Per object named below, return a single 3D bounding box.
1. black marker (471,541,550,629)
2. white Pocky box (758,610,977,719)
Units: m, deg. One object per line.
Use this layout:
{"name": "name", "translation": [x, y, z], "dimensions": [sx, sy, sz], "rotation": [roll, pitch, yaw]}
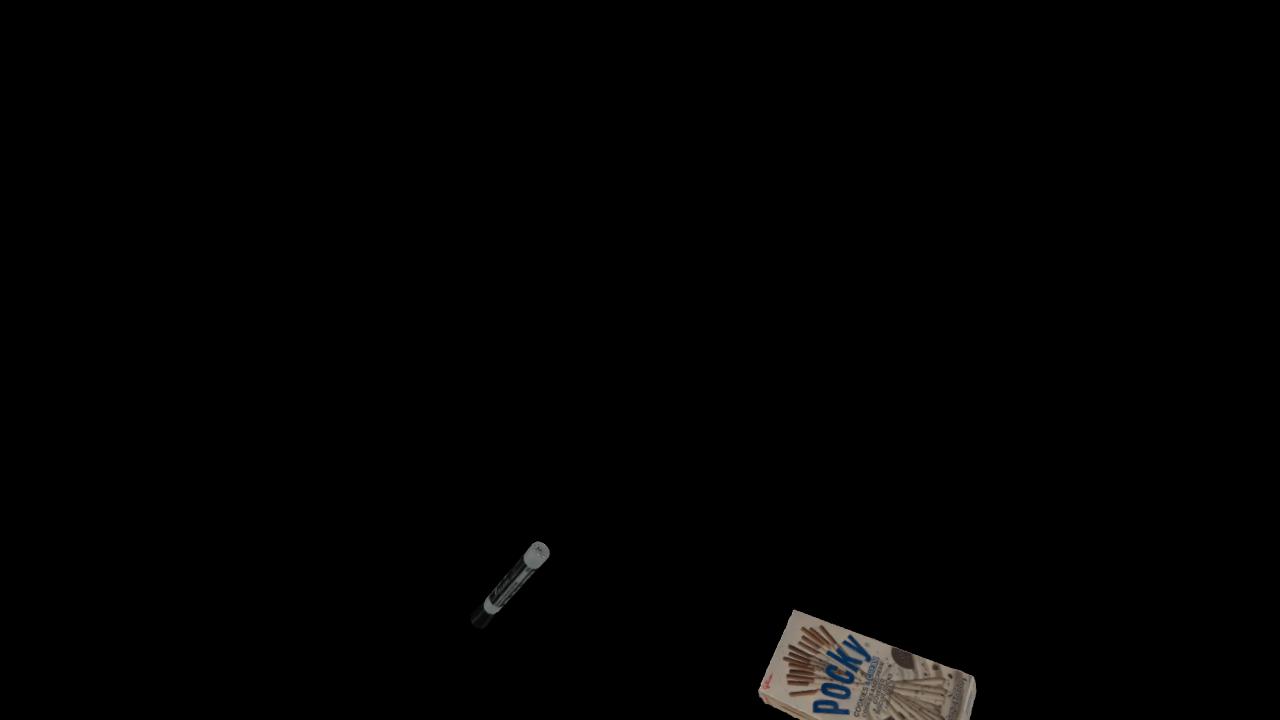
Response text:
{"name": "black marker", "translation": [-0.122, 0.210, 0.567], "dimensions": [0.020, 0.121, 0.020], "rotation": [32, 25, -17]}
{"name": "white Pocky box", "translation": [0.184, 0.273, 0.509], "dimensions": [0.154, 0.028, 0.084], "rotation": [6, 45, 40]}
